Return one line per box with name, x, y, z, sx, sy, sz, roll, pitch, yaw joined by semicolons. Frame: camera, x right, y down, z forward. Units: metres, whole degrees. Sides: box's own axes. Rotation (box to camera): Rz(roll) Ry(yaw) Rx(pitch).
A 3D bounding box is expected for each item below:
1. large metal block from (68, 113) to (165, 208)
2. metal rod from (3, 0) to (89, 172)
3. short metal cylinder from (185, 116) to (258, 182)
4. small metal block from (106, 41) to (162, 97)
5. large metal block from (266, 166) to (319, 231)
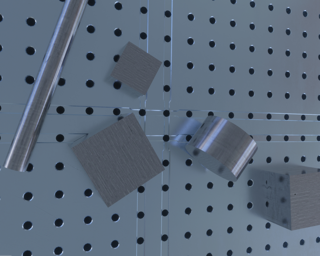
large metal block;-0.054;0.036;0.380;0.080;0.050;0.080;-32;101;-18
metal rod;-0.120;-0.095;0.368;0.025;0.025;0.299;20;83;-19
short metal cylinder;0.082;0.028;0.415;0.080;0.080;0.050;41;77;-16
small metal block;-0.033;-0.075;0.401;0.050;0.025;0.050;29;80;-18
large metal block;0.217;0.106;0.482;0.081;0.050;0.079;-3;91;-20
